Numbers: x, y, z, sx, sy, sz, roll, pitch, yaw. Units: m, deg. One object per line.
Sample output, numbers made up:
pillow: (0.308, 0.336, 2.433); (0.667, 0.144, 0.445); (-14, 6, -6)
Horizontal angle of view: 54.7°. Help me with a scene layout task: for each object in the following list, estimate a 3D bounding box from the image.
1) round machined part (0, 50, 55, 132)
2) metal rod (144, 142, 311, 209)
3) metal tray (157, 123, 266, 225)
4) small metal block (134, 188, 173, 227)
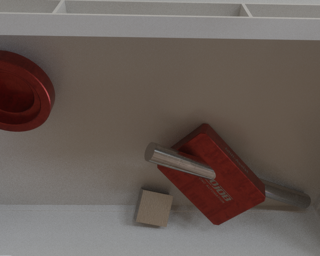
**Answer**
round machined part: (-0.171, -0.046, 0.357); (0.099, 0.042, 0.097); (-1, 130, 0)
metal rod: (0.114, 0.076, 0.450); (0.302, 0.025, 0.025); (20, 128, -27)
metal tray: (0.072, 0.068, 0.436); (0.090, 0.030, 0.130); (-39, 100, 28)
small metal block: (-0.011, 0.128, 0.499); (0.050, 0.050, 0.025); (14, 173, -12)
